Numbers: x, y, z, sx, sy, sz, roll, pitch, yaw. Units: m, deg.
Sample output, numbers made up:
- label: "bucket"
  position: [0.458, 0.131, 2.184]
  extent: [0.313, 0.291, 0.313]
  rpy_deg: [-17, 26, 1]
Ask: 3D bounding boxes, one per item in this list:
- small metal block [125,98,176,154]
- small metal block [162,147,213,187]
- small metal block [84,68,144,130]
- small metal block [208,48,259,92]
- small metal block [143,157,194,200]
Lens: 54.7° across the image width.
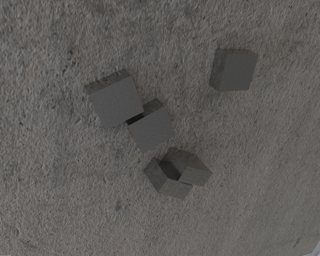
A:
- label: "small metal block"
  position: [-0.013, -0.003, 0.398]
  extent: [0.050, 0.025, 0.050]
  rpy_deg: [-29, 128, -10]
- label: "small metal block"
  position: [0.039, 0.056, 0.446]
  extent: [0.050, 0.050, 0.025]
  rpy_deg: [19, 108, -36]
- label: "small metal block"
  position: [-0.052, -0.033, 0.358]
  extent: [0.050, 0.025, 0.050]
  rpy_deg: [-27, 128, -12]
- label: "small metal block"
  position: [0.097, -0.077, 0.412]
  extent: [0.050, 0.025, 0.050]
  rpy_deg: [-6, 121, -26]
- label: "small metal block"
  position: [0.011, 0.072, 0.441]
  extent: [0.050, 0.050, 0.025]
  rpy_deg: [25, 105, -37]
